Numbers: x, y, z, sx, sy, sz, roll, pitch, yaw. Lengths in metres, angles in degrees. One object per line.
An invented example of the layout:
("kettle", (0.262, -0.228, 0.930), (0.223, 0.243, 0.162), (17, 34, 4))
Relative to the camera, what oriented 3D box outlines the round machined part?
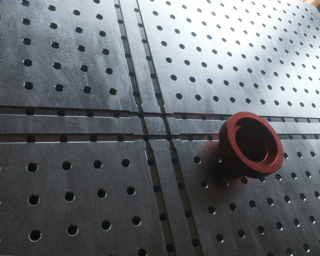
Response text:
("round machined part", (0.126, 0.028, 0.451), (0.099, 0.042, 0.098), (14, 56, -21))
